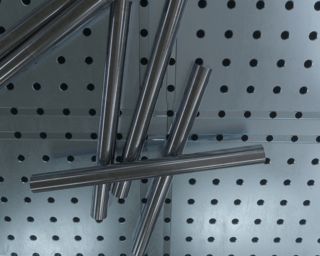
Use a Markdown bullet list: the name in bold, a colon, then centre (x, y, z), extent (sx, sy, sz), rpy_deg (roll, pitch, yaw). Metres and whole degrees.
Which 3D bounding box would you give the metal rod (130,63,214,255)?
- **metal rod**: centre (0.010, 0.057, 0.434), extent (0.025, 0.025, 0.298), rpy_deg (16, 109, -6)

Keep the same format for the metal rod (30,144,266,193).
- **metal rod**: centre (-0.018, 0.054, 0.404), extent (0.301, 0.025, 0.025), rpy_deg (-8, 110, 2)

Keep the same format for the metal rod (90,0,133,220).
- **metal rod**: centre (-0.067, -0.010, 0.409), extent (0.025, 0.025, 0.298), rpy_deg (8, 110, -3)

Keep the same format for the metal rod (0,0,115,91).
- **metal rod**: centre (-0.161, -0.085, 0.370), extent (0.300, 0.025, 0.025), rpy_deg (-32, 107, 15)

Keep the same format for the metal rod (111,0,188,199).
- **metal rod**: centre (-0.015, -0.040, 0.398), extent (0.025, 0.025, 0.298), rpy_deg (16, 109, -6)

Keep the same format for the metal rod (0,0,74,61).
- **metal rod**: centre (-0.141, -0.128, 0.365), extent (0.300, 0.025, 0.025), rpy_deg (-31, 107, 11)
